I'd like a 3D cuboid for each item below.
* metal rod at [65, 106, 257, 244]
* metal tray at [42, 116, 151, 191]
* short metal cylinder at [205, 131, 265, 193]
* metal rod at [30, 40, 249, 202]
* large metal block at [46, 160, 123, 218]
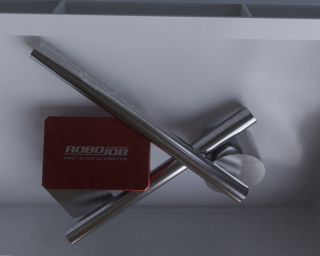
[{"bbox_3d":[-0.005,0.068,0.417,0.300,0.025,0.025,-35,123,9],"label":"metal rod"},{"bbox_3d":[-0.078,0.032,0.394,0.131,0.030,0.089,1,86,0],"label":"metal tray"},{"bbox_3d":[0.099,0.047,0.431,0.081,0.050,0.079,0,130,0],"label":"short metal cylinder"},{"bbox_3d":[-0.014,0.000,0.368,0.301,0.025,0.025,36,122,-12],"label":"metal rod"},{"bbox_3d":[-0.107,0.082,0.455,0.080,0.050,0.080,-15,129,12],"label":"large metal block"}]
